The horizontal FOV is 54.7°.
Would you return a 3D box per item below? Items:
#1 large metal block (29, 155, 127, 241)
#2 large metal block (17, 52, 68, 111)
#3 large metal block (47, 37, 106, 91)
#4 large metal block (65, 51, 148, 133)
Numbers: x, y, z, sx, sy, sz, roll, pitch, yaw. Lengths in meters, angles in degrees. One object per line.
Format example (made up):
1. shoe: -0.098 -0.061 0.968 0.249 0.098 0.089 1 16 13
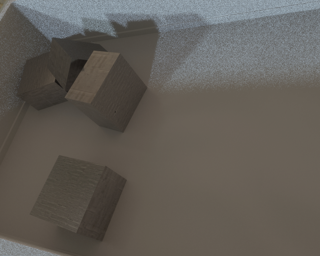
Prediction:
1. large metal block: -0.101 0.086 0.390 0.080 0.050 0.080 7 65 31
2. large metal block: -0.193 -0.086 0.544 0.080 0.050 0.080 -14 56 20
3. large metal block: -0.120 -0.098 0.485 0.080 0.081 0.050 45 125 39
4. large metal block: -0.073 -0.051 0.440 0.050 0.080 0.080 14 69 33
